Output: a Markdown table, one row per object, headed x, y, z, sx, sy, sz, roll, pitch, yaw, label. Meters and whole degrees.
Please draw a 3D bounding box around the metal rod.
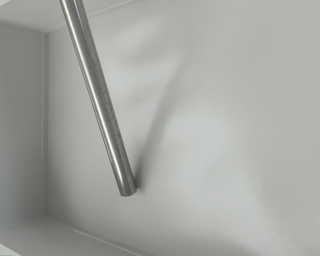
| x | y | z | sx | sy | sz | roll | pitch | yaw | label |
| --- | --- | --- | --- | --- | --- | --- | --- | --- | --- |
| -0.078 | -0.044 | 0.397 | 0.025 | 0.025 | 0.298 | 4 | 117 | 40 | metal rod |
